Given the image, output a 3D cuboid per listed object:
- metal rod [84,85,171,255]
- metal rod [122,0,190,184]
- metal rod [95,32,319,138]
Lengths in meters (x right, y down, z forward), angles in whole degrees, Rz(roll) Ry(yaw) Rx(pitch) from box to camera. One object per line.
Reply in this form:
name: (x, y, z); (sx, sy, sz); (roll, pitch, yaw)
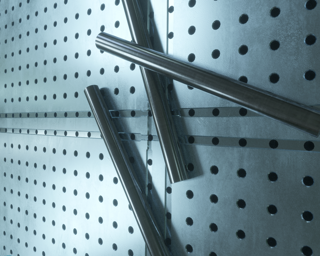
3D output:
metal rod: (-0.050, 0.064, 0.451); (0.025, 0.025, 0.299); (-39, 66, 33)
metal rod: (-0.013, -0.074, 0.420); (0.025, 0.025, 0.299); (-25, 75, 37)
metal rod: (0.035, -0.062, 0.360); (0.300, 0.025, 0.025); (27, 107, 30)
